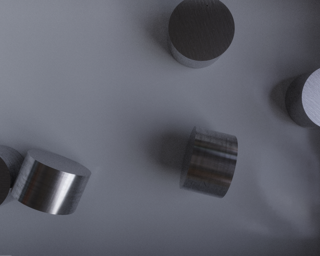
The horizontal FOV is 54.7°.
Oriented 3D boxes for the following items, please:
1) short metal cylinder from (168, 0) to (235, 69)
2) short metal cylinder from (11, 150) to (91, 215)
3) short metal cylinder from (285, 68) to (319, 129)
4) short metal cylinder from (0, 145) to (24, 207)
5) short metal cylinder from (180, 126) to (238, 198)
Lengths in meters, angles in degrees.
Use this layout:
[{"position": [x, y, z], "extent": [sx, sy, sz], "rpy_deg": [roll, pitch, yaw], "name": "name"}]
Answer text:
[{"position": [0.050, -0.121, 0.400], "extent": [0.081, 0.050, 0.079], "rpy_deg": [0, 90, -1], "name": "short metal cylinder"}, {"position": [-0.133, 0.065, 0.382], "extent": [0.080, 0.080, 0.050], "rpy_deg": [23, 90, -1], "name": "short metal cylinder"}, {"position": [0.213, -0.038, 0.402], "extent": [0.081, 0.050, 0.079], "rpy_deg": [0, 90, -1], "name": "short metal cylinder"}, {"position": [-0.218, 0.063, 0.395], "extent": [0.081, 0.050, 0.079], "rpy_deg": [0, 90, 0], "name": "short metal cylinder"}, {"position": [0.059, 0.042, 0.385], "extent": [0.050, 0.080, 0.080], "rpy_deg": [14, 90, 0], "name": "short metal cylinder"}]
